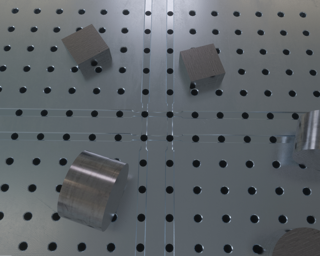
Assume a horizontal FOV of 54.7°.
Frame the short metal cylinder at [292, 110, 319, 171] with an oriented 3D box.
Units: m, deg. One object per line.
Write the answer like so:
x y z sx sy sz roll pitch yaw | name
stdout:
0.208 0.018 0.377 0.080 0.080 0.050 15 71 5 | short metal cylinder

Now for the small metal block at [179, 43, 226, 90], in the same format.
0.059 -0.088 0.444 0.050 0.025 0.050 -15 71 -6 | small metal block

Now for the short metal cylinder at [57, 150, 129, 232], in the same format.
-0.074 0.071 0.356 0.050 0.080 0.080 17 71 6 | short metal cylinder

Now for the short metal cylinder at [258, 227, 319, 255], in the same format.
0.156 0.153 0.344 0.081 0.050 0.080 0 70 0 | short metal cylinder

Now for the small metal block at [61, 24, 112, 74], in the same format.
-0.107 -0.116 0.453 0.050 0.025 0.050 -32 73 -11 | small metal block
